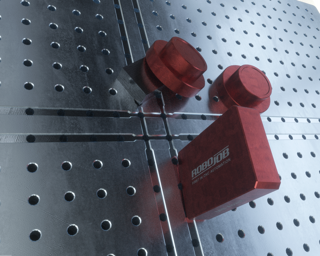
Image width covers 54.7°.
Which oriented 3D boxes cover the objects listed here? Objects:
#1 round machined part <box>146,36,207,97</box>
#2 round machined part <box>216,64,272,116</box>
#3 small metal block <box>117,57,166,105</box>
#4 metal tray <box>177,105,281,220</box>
[{"bbox_3d":[0.031,-0.095,0.454,0.098,0.042,0.098,30,34,-23],"label":"round machined part"},{"bbox_3d":[0.147,-0.067,0.520,0.099,0.042,0.098,14,56,-21],"label":"round machined part"},{"bbox_3d":[-0.023,-0.068,0.438,0.050,0.025,0.050,49,51,6],"label":"small metal block"},{"bbox_3d":[0.068,0.045,0.352,0.030,0.129,0.090,7,59,-25],"label":"metal tray"}]
